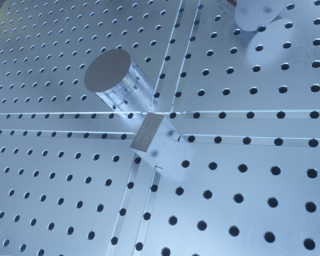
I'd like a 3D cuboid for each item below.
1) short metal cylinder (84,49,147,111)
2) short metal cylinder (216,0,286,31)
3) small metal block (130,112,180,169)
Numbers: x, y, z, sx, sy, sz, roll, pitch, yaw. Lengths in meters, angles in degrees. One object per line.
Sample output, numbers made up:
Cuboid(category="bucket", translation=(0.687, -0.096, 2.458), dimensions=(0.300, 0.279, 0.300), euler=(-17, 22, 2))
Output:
Cuboid(category="short metal cylinder", translation=(-0.067, -0.073, 0.473), dimensions=(0.080, 0.050, 0.080), euler=(-13, 56, 21))
Cuboid(category="short metal cylinder", translation=(0.123, -0.180, 0.419), dimensions=(0.080, 0.080, 0.050), euler=(-34, 51, 6))
Cuboid(category="small metal block", translation=(-0.005, 0.016, 0.385), dimensions=(0.025, 0.050, 0.050), euler=(14, 69, 34))
